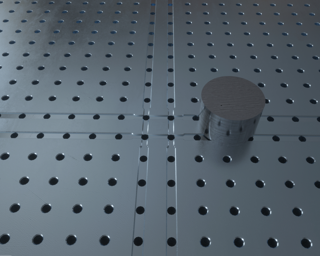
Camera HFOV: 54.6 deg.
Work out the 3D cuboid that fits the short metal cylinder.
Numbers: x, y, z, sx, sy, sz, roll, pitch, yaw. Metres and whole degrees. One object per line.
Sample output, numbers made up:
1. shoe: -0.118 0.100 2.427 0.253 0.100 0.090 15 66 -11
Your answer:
1. short metal cylinder: 0.093 -0.024 0.412 0.080 0.050 0.080 0 50 0
